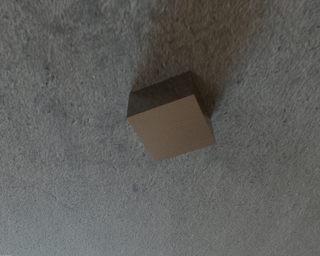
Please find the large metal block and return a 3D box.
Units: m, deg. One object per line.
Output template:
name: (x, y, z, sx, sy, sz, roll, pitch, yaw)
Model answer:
large metal block: (0.015, -0.012, 0.381, 0.080, 0.050, 0.080, -19, 128, 15)
